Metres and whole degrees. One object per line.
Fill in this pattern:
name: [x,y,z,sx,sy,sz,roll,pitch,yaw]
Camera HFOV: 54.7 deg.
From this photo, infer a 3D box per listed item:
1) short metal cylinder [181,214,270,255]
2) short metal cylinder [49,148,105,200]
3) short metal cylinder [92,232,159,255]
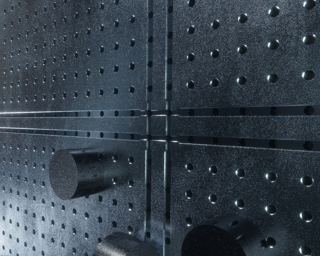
short metal cylinder: [0.071,0.139,0.335,0.080,0.050,0.079,0,90,40]
short metal cylinder: [-0.137,0.073,0.506,0.080,0.050,0.079,0,90,40]
short metal cylinder: [-0.046,0.186,0.412,0.050,0.081,0.079,5,93,40]
